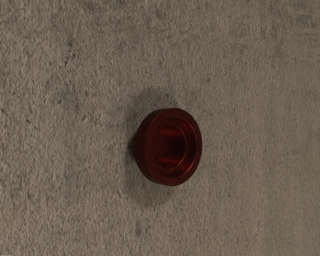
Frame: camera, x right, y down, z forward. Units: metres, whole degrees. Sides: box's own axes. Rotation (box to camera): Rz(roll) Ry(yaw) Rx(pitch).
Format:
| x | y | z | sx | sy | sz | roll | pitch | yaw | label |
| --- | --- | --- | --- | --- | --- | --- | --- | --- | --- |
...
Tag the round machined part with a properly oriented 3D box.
| x | y | z | sx | sy | sz | roll | pitch | yaw | label |
| --- | --- | --- | --- | --- | --- | --- | --- | --- | --- |
| 0.006 | 0.023 | 0.401 | 0.099 | 0.042 | 0.097 | 0 | 90 | -40 | round machined part |
